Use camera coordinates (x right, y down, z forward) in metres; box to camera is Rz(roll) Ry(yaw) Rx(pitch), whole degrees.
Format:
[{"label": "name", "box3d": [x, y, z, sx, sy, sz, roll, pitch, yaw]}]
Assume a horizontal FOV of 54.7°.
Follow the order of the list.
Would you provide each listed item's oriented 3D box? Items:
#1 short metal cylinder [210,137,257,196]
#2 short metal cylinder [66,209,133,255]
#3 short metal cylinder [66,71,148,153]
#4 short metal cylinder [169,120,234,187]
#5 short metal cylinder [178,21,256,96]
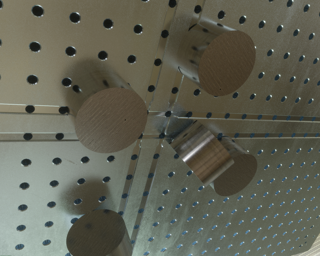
[{"label": "short metal cylinder", "box3d": [0.106, 0.061, 0.493, 0.081, 0.050, 0.079, -14, 125, -21]}, {"label": "short metal cylinder", "box3d": [-0.083, 0.161, 0.432, 0.081, 0.080, 0.050, -21, 127, -16]}, {"label": "short metal cylinder", "box3d": [-0.061, -0.018, 0.352, 0.081, 0.050, 0.079, -14, 124, -21]}, {"label": "short metal cylinder", "box3d": [0.057, 0.035, 0.430, 0.050, 0.080, 0.080, -41, 130, -1]}, {"label": "short metal cylinder", "box3d": [0.069, -0.086, 0.382, 0.081, 0.050, 0.079, -14, 125, -21]}]
